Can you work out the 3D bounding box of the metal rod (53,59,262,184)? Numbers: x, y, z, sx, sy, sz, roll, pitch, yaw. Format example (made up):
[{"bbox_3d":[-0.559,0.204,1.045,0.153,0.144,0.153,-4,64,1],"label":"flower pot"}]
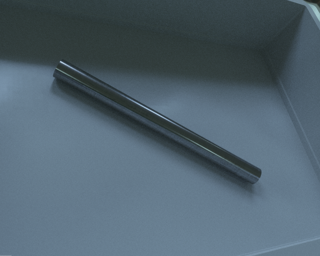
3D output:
[{"bbox_3d":[0.005,-0.003,0.409,0.301,0.025,0.025,29,52,-11],"label":"metal rod"}]
